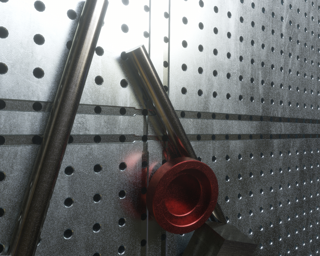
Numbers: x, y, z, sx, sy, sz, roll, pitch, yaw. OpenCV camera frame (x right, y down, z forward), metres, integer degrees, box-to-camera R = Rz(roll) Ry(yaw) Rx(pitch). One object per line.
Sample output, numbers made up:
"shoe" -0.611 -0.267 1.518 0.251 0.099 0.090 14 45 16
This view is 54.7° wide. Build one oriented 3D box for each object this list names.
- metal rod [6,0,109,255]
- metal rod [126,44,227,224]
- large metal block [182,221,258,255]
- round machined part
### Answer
"metal rod" -0.104 -0.003 0.322 0.025 0.025 0.299 22 76 -38
"metal rod" 0.031 0.026 0.437 0.025 0.025 0.299 -41 115 -33
"large metal block" 0.083 0.186 0.451 0.080 0.050 0.080 24 94 -38
"round machined part" 0.026 0.086 0.412 0.099 0.042 0.097 -5 100 -27
